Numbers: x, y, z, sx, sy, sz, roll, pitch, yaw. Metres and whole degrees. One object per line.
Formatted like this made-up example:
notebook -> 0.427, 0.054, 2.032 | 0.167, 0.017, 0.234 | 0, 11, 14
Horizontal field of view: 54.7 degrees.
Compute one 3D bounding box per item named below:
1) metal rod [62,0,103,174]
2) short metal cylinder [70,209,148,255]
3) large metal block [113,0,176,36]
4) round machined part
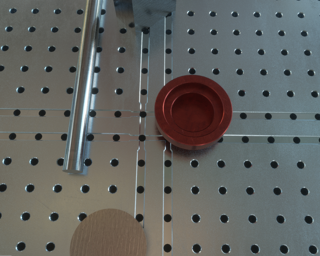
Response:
metal rod -> -0.106, -0.085, 0.441 | 0.025, 0.025, 0.299 | 2, 70, 0
short metal cylinder -> -0.054, 0.134, 0.349 | 0.081, 0.050, 0.080 | 0, 70, 0
large metal block -> -0.022, -0.197, 0.454 | 0.080, 0.080, 0.050 | -38, 75, -13
round machined part -> 0.042, -0.018, 0.410 | 0.099, 0.042, 0.098 | 0, 70, -1
